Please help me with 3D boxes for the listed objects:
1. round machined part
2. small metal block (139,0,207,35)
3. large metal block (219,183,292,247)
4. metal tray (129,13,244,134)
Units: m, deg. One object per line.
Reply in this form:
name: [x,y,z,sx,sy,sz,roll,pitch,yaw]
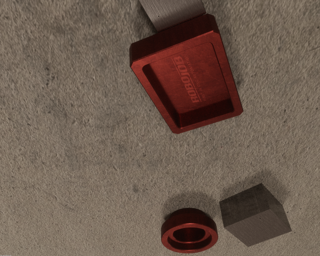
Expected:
round machined part: [0.051,0.178,0.549,0.099,0.042,0.097,-1,130,0]
small metal block: [0.011,-0.126,0.300,0.050,0.025,0.050,-23,127,18]
large metal block: [0.159,0.148,0.519,0.080,0.050,0.080,-32,124,23]
metal tray: [0.034,-0.051,0.344,0.090,0.030,0.130,-18,140,14]
